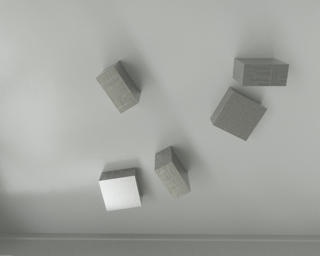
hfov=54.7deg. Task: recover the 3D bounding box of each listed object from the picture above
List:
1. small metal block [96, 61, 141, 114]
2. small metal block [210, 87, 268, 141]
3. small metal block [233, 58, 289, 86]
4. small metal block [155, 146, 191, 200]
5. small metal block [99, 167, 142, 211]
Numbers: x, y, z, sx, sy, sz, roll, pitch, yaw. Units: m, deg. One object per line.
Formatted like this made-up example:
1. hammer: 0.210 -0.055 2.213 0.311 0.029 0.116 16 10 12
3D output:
1. small metal block: -0.049 -0.051 0.378 0.025 0.050 0.050 -31 107 11
2. small metal block: 0.102 -0.018 0.405 0.050 0.025 0.050 26 108 -9
3. small metal block: 0.119 -0.068 0.374 0.050 0.050 0.025 0 110 0
4. small metal block: 0.017 0.060 0.420 0.025 0.050 0.050 -29 108 10
5. small metal block: -0.055 0.087 0.443 0.050 0.025 0.050 -9 110 3
